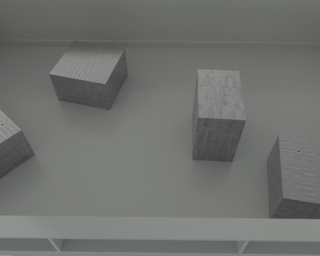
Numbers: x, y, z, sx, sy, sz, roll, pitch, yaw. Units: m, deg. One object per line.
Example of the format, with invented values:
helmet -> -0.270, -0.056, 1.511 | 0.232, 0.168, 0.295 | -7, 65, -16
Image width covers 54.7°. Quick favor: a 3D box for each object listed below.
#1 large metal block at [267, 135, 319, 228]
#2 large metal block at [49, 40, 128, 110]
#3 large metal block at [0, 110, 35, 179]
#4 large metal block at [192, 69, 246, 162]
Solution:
large metal block -> 0.166, 0.059, 0.340 | 0.080, 0.050, 0.080 | 8, 51, 7
large metal block -> -0.100, -0.079, 0.454 | 0.080, 0.050, 0.080 | 11, 51, 9
large metal block -> -0.215, 0.020, 0.371 | 0.080, 0.050, 0.080 | 35, 58, 26
large metal block -> 0.068, -0.015, 0.382 | 0.050, 0.080, 0.080 | 3, 50, 3
